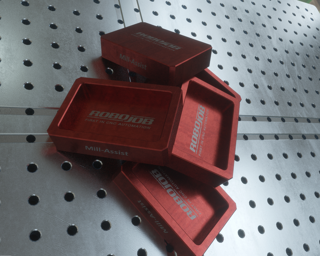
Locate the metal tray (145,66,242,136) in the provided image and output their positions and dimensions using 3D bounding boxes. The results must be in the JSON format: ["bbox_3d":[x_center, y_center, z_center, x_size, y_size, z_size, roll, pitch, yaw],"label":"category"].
[{"bbox_3d":[0.052,-0.055,0.468,0.130,0.030,0.090,40,51,-2],"label":"metal tray"}]

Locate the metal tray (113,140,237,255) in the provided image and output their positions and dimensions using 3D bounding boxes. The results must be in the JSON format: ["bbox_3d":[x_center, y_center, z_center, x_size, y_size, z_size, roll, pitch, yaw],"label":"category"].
[{"bbox_3d":[0.020,0.077,0.370,0.130,0.030,0.091,48,51,5],"label":"metal tray"}]

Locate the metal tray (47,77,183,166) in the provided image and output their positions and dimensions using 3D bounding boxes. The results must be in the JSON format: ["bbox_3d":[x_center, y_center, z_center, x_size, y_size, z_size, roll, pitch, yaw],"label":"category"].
[{"bbox_3d":[-0.046,-0.011,0.349,0.131,0.030,0.090,7,53,11],"label":"metal tray"}]

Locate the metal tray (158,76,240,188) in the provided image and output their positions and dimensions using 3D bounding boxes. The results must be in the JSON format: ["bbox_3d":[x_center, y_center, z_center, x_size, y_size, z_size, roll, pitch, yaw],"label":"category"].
[{"bbox_3d":[0.052,0.000,0.396,0.090,0.030,0.130,26,52,-13],"label":"metal tray"}]

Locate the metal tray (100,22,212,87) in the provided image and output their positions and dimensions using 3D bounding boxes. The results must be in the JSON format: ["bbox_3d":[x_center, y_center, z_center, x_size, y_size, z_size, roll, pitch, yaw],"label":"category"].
[{"bbox_3d":[-0.006,-0.106,0.429,0.130,0.030,0.091,29,44,29],"label":"metal tray"}]
